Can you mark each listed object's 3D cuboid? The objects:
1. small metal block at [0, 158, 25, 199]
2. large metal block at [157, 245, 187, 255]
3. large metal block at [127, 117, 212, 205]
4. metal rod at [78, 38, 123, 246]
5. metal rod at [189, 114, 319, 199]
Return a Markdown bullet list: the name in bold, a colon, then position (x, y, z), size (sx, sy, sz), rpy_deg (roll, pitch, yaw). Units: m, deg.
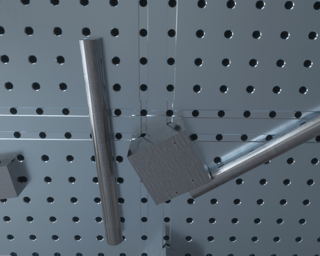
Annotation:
- **small metal block**: position (-0.228, 0.073, 0.438), size (0.050, 0.025, 0.050), rpy_deg (-7, 110, 2)
- **large metal block**: position (0.021, 0.247, 0.491), size (0.080, 0.050, 0.080), rpy_deg (31, 107, -11)
- **large metal block**: position (0.013, 0.044, 0.416), size (0.080, 0.050, 0.080), rpy_deg (-26, 108, 9)
- **metal rod**: position (-0.077, 0.033, 0.424), size (0.025, 0.025, 0.298), rpy_deg (-3, 110, 1)
- **metal rod**: position (0.172, 0.018, 0.421), size (0.300, 0.025, 0.025), rpy_deg (-30, 108, 10)
